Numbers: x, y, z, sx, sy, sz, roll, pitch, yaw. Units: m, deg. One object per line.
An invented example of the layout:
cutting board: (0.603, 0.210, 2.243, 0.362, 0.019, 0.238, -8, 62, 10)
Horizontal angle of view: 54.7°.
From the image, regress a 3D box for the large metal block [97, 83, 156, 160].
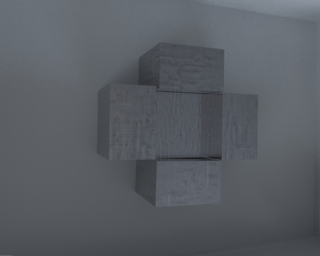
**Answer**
large metal block: (-0.042, -0.006, 0.365, 0.050, 0.080, 0.080, 1, 90, -20)

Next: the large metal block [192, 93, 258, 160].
large metal block: (0.083, -0.002, 0.411, 0.050, 0.080, 0.080, 1, 90, -20)

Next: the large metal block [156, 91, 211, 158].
large metal block: (0.017, -0.004, 0.401, 0.081, 0.050, 0.080, 1, 90, -20)

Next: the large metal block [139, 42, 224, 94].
large metal block: (0.024, -0.068, 0.388, 0.081, 0.080, 0.050, 1, 90, -20)

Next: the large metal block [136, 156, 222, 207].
large metal block: (0.020, 0.062, 0.387, 0.081, 0.080, 0.050, 2, 90, -20)
